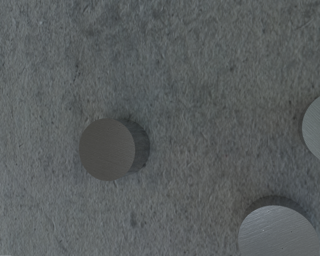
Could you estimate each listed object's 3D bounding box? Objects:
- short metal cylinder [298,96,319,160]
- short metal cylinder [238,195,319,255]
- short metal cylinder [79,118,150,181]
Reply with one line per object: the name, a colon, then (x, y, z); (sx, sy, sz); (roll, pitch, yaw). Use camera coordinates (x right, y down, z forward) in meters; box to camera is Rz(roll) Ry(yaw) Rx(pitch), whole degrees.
short metal cylinder: (0.192, 0.000, 0.328); (0.080, 0.050, 0.079); (0, 90, 19)
short metal cylinder: (0.132, 0.121, 0.349); (0.080, 0.050, 0.079); (0, 90, 19)
short metal cylinder: (-0.060, 0.027, 0.416); (0.080, 0.050, 0.079); (0, 90, 19)
